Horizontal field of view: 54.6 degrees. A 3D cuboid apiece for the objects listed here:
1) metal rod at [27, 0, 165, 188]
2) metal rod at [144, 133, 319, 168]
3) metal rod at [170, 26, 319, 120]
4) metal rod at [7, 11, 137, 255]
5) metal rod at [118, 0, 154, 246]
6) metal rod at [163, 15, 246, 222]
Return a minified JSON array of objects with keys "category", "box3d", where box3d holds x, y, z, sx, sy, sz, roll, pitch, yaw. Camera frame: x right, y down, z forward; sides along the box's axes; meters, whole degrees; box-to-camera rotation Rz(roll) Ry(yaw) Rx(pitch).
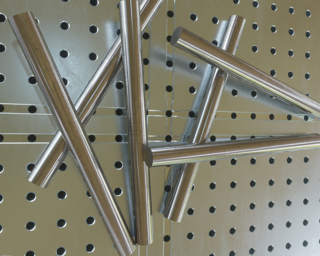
[{"category":"metal rod","box3d":[-0.069,-0.064,0.386,0.025,0.025,0.300,33,79,-17]},{"category":"metal rod","box3d":[0.121,0.028,0.437,0.302,0.025,0.025,-3,91,-27]},{"category":"metal rod","box3d":[0.147,-0.068,0.446,0.302,0.025,0.025,20,84,-27]},{"category":"metal rod","box3d":[-0.091,0.022,0.354,0.025,0.025,0.299,-26,108,-18]},{"category":"metal rod","box3d":[-0.028,0.000,0.385,0.025,0.025,0.298,-6,98,-20]},{"category":"metal rod","box3d":[0.065,-0.018,0.436,0.025,0.025,0.299,21,83,-19]}]
